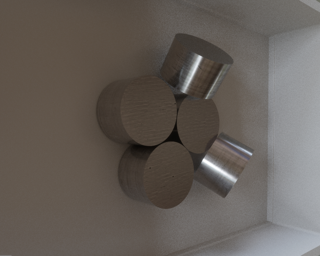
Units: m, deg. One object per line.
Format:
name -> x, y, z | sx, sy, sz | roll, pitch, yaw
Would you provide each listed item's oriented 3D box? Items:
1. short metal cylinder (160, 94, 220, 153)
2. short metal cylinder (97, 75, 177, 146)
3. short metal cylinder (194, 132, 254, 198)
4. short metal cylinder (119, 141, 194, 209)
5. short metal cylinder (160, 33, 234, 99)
short metal cylinder -> 0.035, -0.007, 0.419 | 0.081, 0.050, 0.079 | 0, 90, -40
short metal cylinder -> -0.026, -0.020, 0.367 | 0.081, 0.050, 0.079 | 0, 90, -40
short metal cylinder -> 0.090, 0.052, 0.439 | 0.080, 0.050, 0.080 | -54, 166, -20
short metal cylinder -> -0.004, 0.056, 0.387 | 0.081, 0.050, 0.079 | 0, 90, -40
short metal cylinder -> 0.047, -0.081, 0.400 | 0.081, 0.080, 0.050 | -4, 131, -40
